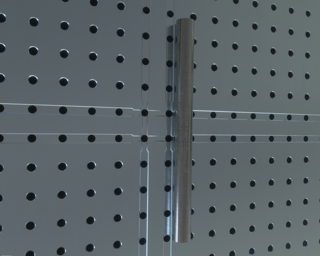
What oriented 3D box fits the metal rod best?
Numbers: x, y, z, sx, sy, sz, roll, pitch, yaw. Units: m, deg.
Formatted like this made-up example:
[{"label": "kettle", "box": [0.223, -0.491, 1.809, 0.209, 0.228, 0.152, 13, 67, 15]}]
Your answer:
[{"label": "metal rod", "box": [0.032, 0.003, 0.424, 0.025, 0.025, 0.298, 1, 90, -20]}]
